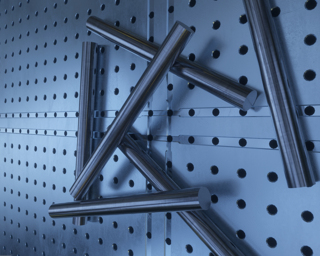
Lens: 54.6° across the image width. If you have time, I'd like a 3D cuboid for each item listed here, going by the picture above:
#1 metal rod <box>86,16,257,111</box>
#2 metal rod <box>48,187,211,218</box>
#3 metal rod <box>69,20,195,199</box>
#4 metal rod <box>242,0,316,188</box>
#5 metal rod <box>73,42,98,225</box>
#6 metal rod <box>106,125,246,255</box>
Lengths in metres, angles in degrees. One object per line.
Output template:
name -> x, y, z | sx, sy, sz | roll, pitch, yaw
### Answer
metal rod -> -0.006, -0.099, 0.415 | 0.300, 0.025, 0.025 | 34, 111, 34
metal rod -> -0.064, 0.108, 0.429 | 0.299, 0.025, 0.025 | -16, 80, 39
metal rod -> -0.050, -0.007, 0.417 | 0.025, 0.025, 0.298 | 51, 120, 28
metal rod -> 0.109, -0.090, 0.319 | 0.025, 0.025, 0.299 | -18, 79, 39
metal rod -> -0.124, 0.011, 0.512 | 0.025, 0.025, 0.298 | 7, 94, 40
metal rod -> 0.022, 0.090, 0.392 | 0.300, 0.025, 0.025 | 43, 116, 31
